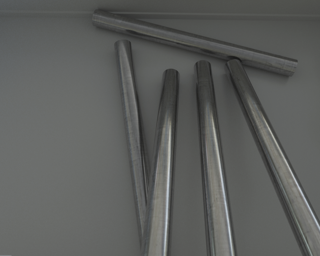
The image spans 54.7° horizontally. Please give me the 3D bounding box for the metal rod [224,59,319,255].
[{"bbox_3d":[0.120,0.019,0.341,0.025,0.025,0.300,-6,46,-2],"label":"metal rod"}]

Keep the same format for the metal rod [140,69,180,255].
[{"bbox_3d":[0.005,0.031,0.332,0.025,0.025,0.300,5,44,2],"label":"metal rod"}]

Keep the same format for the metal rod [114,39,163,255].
[{"bbox_3d":[-0.031,0.017,0.403,0.025,0.025,0.299,-9,70,-3],"label":"metal rod"}]

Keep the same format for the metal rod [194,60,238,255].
[{"bbox_3d":[0.056,0.020,0.339,0.025,0.025,0.300,2,46,1],"label":"metal rod"}]

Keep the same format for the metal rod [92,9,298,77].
[{"bbox_3d":[0.047,-0.126,0.455,0.301,0.025,0.025,16,71,5],"label":"metal rod"}]
